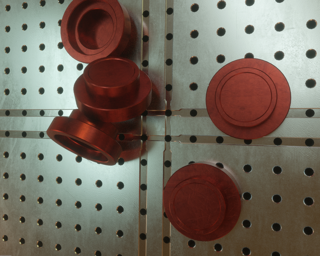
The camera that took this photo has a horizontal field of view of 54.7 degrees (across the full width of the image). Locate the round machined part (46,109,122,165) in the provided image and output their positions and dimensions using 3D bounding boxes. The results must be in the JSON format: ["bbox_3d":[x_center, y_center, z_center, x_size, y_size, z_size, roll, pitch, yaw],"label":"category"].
[{"bbox_3d":[-0.095,0.010,0.413,0.098,0.098,0.042,15,67,19],"label":"round machined part"}]

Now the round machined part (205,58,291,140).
[{"bbox_3d":[0.103,-0.035,0.367,0.098,0.042,0.097,0,90,19],"label":"round machined part"}]

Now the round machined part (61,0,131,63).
[{"bbox_3d":[-0.085,-0.135,0.432,0.098,0.042,0.097,0,90,19],"label":"round machined part"}]

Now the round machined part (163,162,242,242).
[{"bbox_3d":[0.050,0.093,0.385,0.098,0.042,0.097,0,90,19],"label":"round machined part"}]

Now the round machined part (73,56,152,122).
[{"bbox_3d":[-0.060,-0.055,0.392,0.098,0.098,0.042,21,137,18],"label":"round machined part"}]
